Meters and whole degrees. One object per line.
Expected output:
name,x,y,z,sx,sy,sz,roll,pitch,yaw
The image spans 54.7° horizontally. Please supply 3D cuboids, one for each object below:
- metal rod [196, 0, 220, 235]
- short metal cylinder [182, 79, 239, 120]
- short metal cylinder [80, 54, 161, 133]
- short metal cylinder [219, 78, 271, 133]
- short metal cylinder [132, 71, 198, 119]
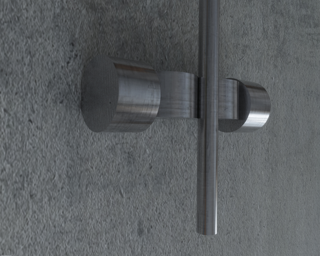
metal rod,0.058,-0.024,0.374,0.025,0.025,0.298,1,89,-40
short metal cylinder,0.067,-0.037,0.426,0.081,0.080,0.050,1,90,-40
short metal cylinder,-0.044,-0.035,0.333,0.050,0.080,0.080,1,90,-40
short metal cylinder,0.118,-0.033,0.469,0.050,0.080,0.080,1,90,-40
short metal cylinder,0.005,-0.037,0.375,0.081,0.080,0.050,1,90,-40
